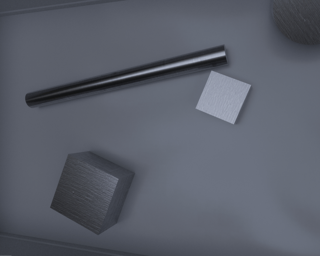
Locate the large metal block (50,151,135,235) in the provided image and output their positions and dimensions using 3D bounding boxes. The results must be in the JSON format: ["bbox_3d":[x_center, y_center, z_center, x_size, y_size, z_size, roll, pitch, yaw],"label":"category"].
[{"bbox_3d":[-0.092,0.086,0.428,0.080,0.050,0.080,23,97,18],"label":"large metal block"}]

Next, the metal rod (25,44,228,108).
[{"bbox_3d":[-0.059,-0.067,0.429,0.301,0.025,0.025,-10,87,19],"label":"metal rod"}]

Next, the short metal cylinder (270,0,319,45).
[{"bbox_3d":[0.160,-0.133,0.325,0.080,0.050,0.079,6,117,13],"label":"short metal cylinder"}]

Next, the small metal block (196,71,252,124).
[{"bbox_3d":[0.079,-0.037,0.382,0.050,0.025,0.050,25,98,18],"label":"small metal block"}]
